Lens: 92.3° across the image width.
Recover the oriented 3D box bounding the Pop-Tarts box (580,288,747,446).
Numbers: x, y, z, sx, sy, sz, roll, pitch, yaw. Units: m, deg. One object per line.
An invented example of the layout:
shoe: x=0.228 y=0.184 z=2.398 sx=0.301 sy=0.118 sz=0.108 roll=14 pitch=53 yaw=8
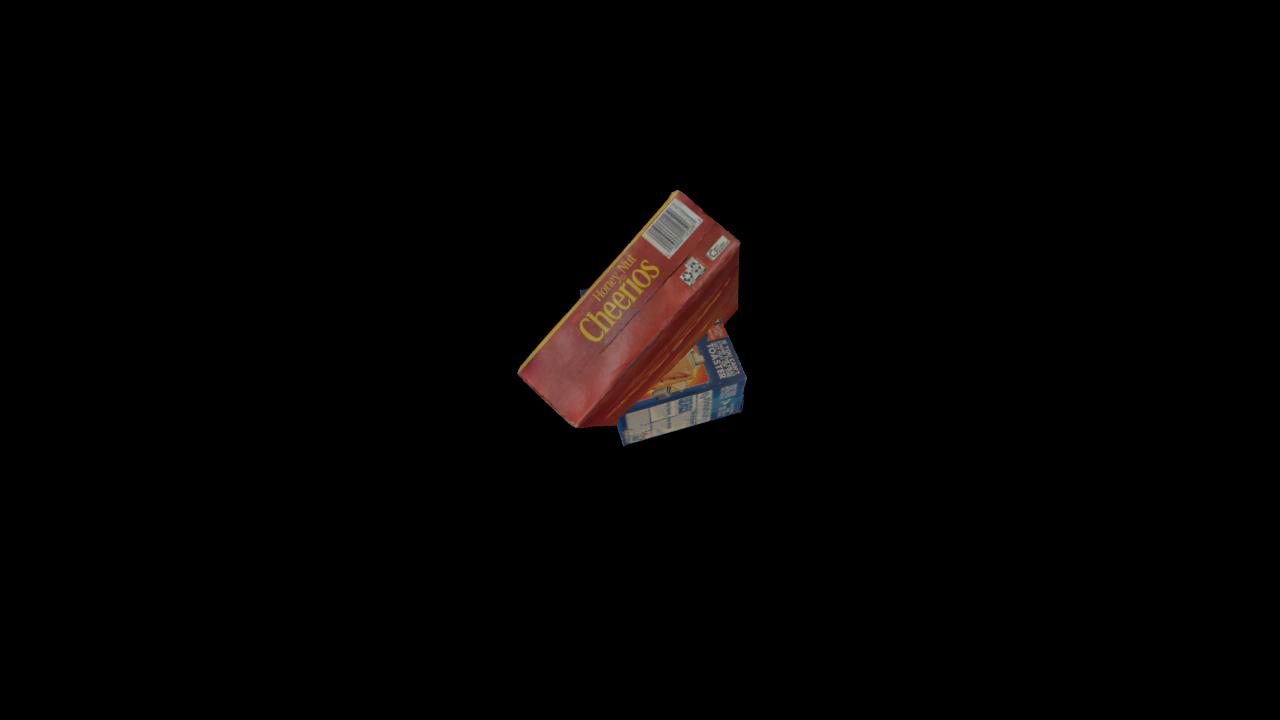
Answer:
Pop-Tarts box: x=0.023 y=-0.010 z=0.693 sx=0.141 sy=0.167 sz=0.083 roll=-16 pitch=-30 yaw=-5

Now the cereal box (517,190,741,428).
cereal box: x=0.011 y=-0.027 z=0.636 sx=0.081 sy=0.203 sz=0.306 roll=42 pitch=2 yaw=9
